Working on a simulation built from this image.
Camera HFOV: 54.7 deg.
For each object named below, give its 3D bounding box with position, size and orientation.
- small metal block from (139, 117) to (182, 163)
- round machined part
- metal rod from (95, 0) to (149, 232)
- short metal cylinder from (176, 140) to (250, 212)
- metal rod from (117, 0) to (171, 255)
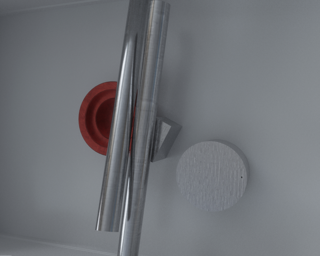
[{"bbox_3d":[0.000,0.014,0.396,0.025,0.050,0.050,30,100,17],"label":"small metal block"},{"bbox_3d":[-0.057,-0.012,0.420,0.098,0.042,0.097,0,90,19],"label":"round machined part"},{"bbox_3d":[-0.042,-0.033,0.373,0.025,0.025,0.299,0,73,19],"label":"metal rod"},{"bbox_3d":[0.065,0.054,0.374,0.080,0.050,0.079,0,90,19],"label":"short metal cylinder"},{"bbox_3d":[-0.019,0.005,0.363,0.025,0.025,0.298,8,93,19],"label":"metal rod"}]
